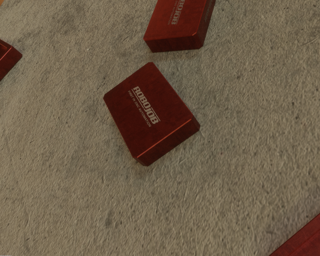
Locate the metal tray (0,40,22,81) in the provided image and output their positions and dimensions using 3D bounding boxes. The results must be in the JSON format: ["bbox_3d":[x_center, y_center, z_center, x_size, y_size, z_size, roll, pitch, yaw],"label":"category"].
[{"bbox_3d":[-0.374,-0.155,0.691,0.130,0.030,0.090,30,78,37],"label":"metal tray"}]

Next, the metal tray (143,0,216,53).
[{"bbox_3d":[0.035,-0.183,0.495,0.090,0.030,0.130,3,63,29],"label":"metal tray"}]

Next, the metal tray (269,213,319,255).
[{"bbox_3d":[0.165,0.107,0.248,0.130,0.030,0.090,-40,51,0],"label":"metal tray"}]

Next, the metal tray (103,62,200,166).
[{"bbox_3d":[-0.016,-0.023,0.423,0.090,0.030,0.130,-36,51,4],"label":"metal tray"}]
